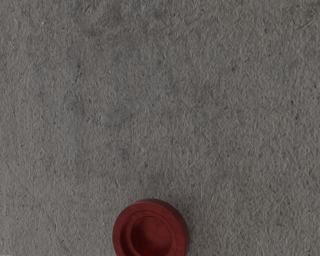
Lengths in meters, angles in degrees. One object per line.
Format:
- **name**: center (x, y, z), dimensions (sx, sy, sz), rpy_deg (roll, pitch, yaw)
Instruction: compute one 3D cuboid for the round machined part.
- **round machined part**: center (-0.008, 0.140, 0.403), dimensions (0.098, 0.042, 0.097), rpy_deg (0, 90, 20)
